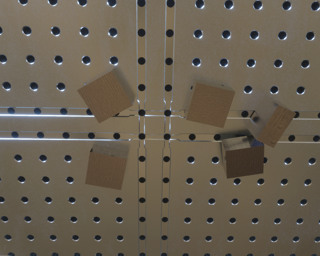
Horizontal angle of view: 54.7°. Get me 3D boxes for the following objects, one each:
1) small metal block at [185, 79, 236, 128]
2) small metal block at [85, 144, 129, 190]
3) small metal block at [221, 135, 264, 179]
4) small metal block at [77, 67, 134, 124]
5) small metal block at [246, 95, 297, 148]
[{"bbox_3d":[0.064,-0.032,0.403,0.050,0.025,0.050,13,110,-5],"label":"small metal block"},{"bbox_3d":[-0.074,0.055,0.433,0.050,0.025,0.050,11,110,-5],"label":"small metal block"},{"bbox_3d":[0.113,0.039,0.424,0.050,0.025,0.050,-9,124,3],"label":"small metal block"},{"bbox_3d":[-0.068,-0.042,0.397,0.050,0.025,0.050,-28,108,9],"label":"small metal block"},{"bbox_3d":[0.141,-0.010,0.399,0.025,0.050,0.050,25,108,-9],"label":"small metal block"}]
